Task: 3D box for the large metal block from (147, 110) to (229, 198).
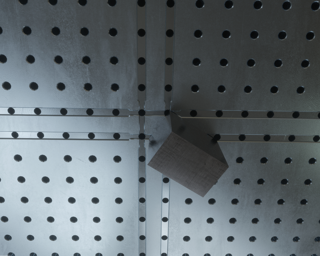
[{"bbox_3d":[0.033,0.030,0.396,0.080,0.080,0.050,32,107,-12],"label":"large metal block"}]
